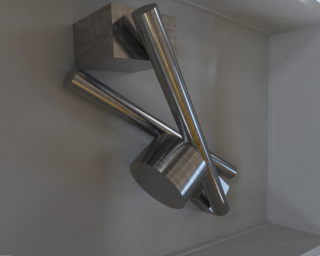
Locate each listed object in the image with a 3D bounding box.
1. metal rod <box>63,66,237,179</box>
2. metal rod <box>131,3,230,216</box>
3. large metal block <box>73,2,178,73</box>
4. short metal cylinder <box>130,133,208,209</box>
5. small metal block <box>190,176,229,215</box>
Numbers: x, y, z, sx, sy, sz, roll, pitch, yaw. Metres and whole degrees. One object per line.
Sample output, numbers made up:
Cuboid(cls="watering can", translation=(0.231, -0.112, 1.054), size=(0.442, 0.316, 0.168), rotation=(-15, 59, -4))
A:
Cuboid(cls="metal rod", translation=(0.010, 0.008, 0.415), size=(0.301, 0.025, 0.025), rotation=(31, 71, -36))
Cuboid(cls="metal rod", translation=(0.037, 0.006, 0.362), size=(0.025, 0.025, 0.299), rotation=(-48, 131, -29))
Cuboid(cls="large metal block", translation=(-0.039, -0.093, 0.339), size=(0.081, 0.080, 0.050), rotation=(-5, 94, -40))
Cuboid(cls="short metal cylinder", translation=(0.010, 0.053, 0.379), size=(0.050, 0.080, 0.080), rotation=(-48, 119, -30))
Cuboid(cls="small metal block", translation=(0.073, 0.096, 0.469), size=(0.050, 0.025, 0.050), rotation=(46, 63, -31))
